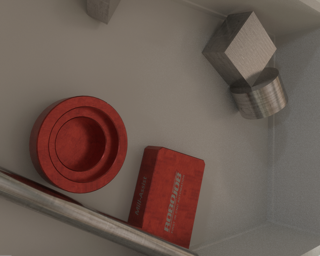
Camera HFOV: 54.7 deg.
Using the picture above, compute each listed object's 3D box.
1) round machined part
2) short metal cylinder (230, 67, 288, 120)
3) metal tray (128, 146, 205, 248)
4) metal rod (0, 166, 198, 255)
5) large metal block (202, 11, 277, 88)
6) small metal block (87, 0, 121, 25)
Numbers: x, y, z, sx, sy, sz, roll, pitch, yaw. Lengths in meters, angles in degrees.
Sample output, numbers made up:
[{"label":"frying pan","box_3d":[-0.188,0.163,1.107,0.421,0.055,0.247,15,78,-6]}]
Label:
[{"label":"round machined part","box_3d":[-0.086,0.016,0.324,0.099,0.042,0.097,0,90,-40]},{"label":"short metal cylinder","box_3d":[0.162,-0.057,0.510,0.080,0.080,0.050,-45,118,-31]},{"label":"metal tray","box_3d":[0.009,0.097,0.414,0.091,0.030,0.129,21,77,-38]},{"label":"metal rod","box_3d":[-0.072,0.095,0.321,0.301,0.025,0.025,33,69,-27]},{"label":"large metal block","box_3d":[0.126,-0.122,0.488,0.080,0.050,0.080,42,77,-33]},{"label":"small metal block","box_3d":[-0.057,-0.151,0.339,0.025,0.050,0.050,26,74,-7]}]
